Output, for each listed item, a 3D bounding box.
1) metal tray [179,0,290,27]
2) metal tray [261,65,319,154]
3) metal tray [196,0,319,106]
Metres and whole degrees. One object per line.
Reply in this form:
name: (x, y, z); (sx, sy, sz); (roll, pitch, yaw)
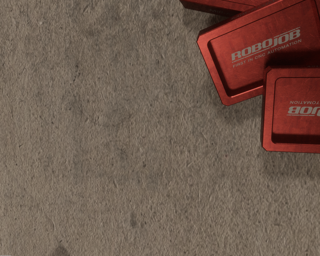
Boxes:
metal tray: (0.096, -0.182, 0.372); (0.130, 0.030, 0.089); (19, 96, 18)
metal tray: (0.176, -0.020, 0.324); (0.131, 0.030, 0.089); (2, 107, 13)
metal tray: (0.117, -0.088, 0.343); (0.130, 0.030, 0.090); (-19, 113, 18)
